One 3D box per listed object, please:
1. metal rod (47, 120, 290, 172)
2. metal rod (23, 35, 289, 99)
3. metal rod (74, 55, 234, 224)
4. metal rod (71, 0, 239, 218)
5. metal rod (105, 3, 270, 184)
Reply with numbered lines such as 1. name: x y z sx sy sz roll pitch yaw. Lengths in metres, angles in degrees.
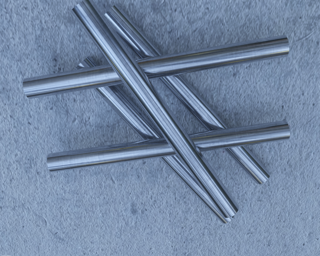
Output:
1. metal rod: 0.009 0.024 0.394 0.302 0.025 0.025 -8 110 2
2. metal rod: -0.007 -0.070 0.359 0.302 0.025 0.025 -9 110 2
3. metal rod: 0.002 0.026 0.420 0.025 0.025 0.300 -39 106 13
4. metal rod: 0.006 -0.009 0.355 0.025 0.025 0.299 -33 107 11
5. metal rod: 0.043 -0.033 0.399 0.025 0.025 0.300 -41 106 13
